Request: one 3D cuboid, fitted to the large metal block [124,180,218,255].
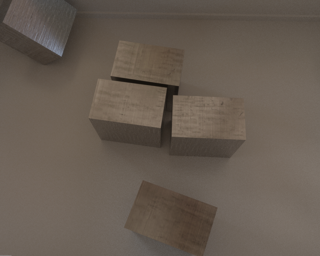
[{"bbox_3d":[0.011,0.102,0.343,0.080,0.080,0.050,19,71,6],"label":"large metal block"}]

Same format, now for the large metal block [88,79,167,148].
[{"bbox_3d":[-0.036,-0.015,0.386,0.080,0.080,0.050,8,70,2],"label":"large metal block"}]

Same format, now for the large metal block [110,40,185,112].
[{"bbox_3d":[-0.014,-0.064,0.404,0.080,0.080,0.050,9,70,3],"label":"large metal block"}]

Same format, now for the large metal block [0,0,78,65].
[{"bbox_3d":[-0.171,-0.146,0.425,0.050,0.080,0.080,-8,63,43],"label":"large metal block"}]

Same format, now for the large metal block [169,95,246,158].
[{"bbox_3d":[0.054,0.001,0.381,0.081,0.080,0.050,2,70,0],"label":"large metal block"}]
